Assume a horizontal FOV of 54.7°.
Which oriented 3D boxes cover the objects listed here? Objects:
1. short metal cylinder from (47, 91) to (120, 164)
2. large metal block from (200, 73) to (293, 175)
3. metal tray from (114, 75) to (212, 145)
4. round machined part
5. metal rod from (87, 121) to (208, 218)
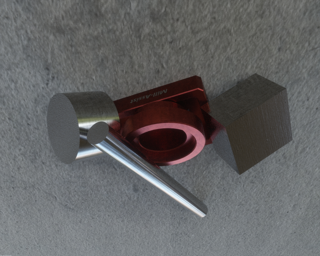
[{"bbox_3d":[-0.090,-0.002,0.361,0.050,0.080,0.079,-10,142,-42],"label":"short metal cylinder"},{"bbox_3d":[0.104,-0.005,0.368,0.080,0.050,0.080,-32,128,-8],"label":"large metal block"},{"bbox_3d":[0.002,-0.006,0.400,0.130,0.030,0.090,-16,129,12],"label":"metal tray"},{"bbox_3d":[0.002,0.005,0.370,0.099,0.042,0.098,-4,146,-3],"label":"round machined part"},{"bbox_3d":[0.005,0.073,0.413,0.025,0.025,0.300,-21,144,17],"label":"metal rod"}]
